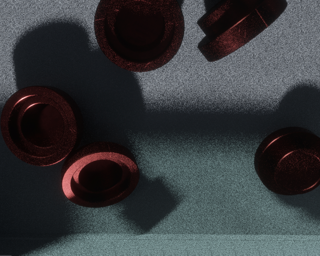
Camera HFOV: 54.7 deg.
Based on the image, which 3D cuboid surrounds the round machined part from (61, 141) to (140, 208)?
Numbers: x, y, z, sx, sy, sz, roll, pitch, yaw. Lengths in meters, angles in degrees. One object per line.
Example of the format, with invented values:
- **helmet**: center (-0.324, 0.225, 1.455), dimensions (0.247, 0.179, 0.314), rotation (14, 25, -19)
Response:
- **round machined part**: center (-0.080, 0.056, 0.411), dimensions (0.099, 0.042, 0.097), rotation (-9, 126, -13)

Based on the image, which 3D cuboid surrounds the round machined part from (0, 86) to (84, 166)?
- **round machined part**: center (-0.143, -0.004, 0.391), dimensions (0.098, 0.042, 0.097), rotation (1, 98, 7)

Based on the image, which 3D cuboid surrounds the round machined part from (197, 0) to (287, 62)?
- **round machined part**: center (0.079, -0.118, 0.329), dimensions (0.098, 0.098, 0.042), rotation (-37, 104, 12)

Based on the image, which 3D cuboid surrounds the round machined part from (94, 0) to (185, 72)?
- **round machined part**: center (-0.023, -0.117, 0.356), dimensions (0.099, 0.042, 0.097), rotation (-1, 115, -2)

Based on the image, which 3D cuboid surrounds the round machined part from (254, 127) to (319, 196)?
- **round machined part**: center (0.183, 0.051, 0.422), dimensions (0.099, 0.042, 0.097), rotation (0, 110, 0)
